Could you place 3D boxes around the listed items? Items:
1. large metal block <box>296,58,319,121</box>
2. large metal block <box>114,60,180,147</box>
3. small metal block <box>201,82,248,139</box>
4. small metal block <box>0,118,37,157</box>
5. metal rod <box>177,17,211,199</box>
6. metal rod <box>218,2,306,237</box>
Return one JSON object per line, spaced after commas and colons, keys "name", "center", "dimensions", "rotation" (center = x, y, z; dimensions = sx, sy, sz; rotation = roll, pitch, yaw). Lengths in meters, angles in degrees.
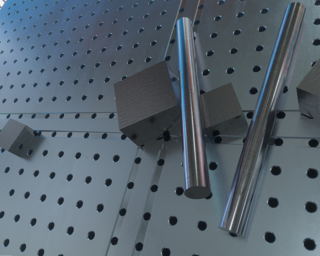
{"name": "large metal block", "center": [0.200, -0.042, 0.313], "dimensions": [0.080, 0.050, 0.080], "rotation": [35, 81, 38]}
{"name": "large metal block", "center": [-0.011, -0.033, 0.418], "dimensions": [0.080, 0.050, 0.080], "rotation": [-23, 53, 14]}
{"name": "small metal block", "center": [0.074, -0.021, 0.383], "dimensions": [0.050, 0.025, 0.050], "rotation": [-22, 54, 15]}
{"name": "small metal block", "center": [-0.248, 0.016, 0.529], "dimensions": [0.050, 0.025, 0.050], "rotation": [17, 71, 35]}
{"name": "metal rod", "center": [0.037, -0.051, 0.390], "dimensions": [0.025, 0.025, 0.300], "rotation": [-17, 46, 19]}
{"name": "metal rod", "center": [0.125, -0.027, 0.358], "dimensions": [0.025, 0.025, 0.300], "rotation": [10, 66, 32]}
